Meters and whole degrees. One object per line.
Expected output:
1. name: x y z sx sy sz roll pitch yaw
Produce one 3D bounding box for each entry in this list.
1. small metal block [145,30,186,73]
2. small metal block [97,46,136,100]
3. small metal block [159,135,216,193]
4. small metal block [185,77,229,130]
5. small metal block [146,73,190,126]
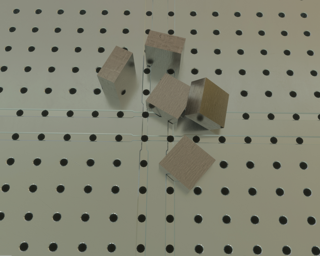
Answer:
1. small metal block: 0.007 -0.107 0.438 0.050 0.050 0.025 15 71 5
2. small metal block: -0.058 -0.075 0.426 0.025 0.050 0.050 25 72 9
3. small metal block: 0.034 0.046 0.395 0.050 0.025 0.050 40 75 13
4. small metal block: 0.063 -0.031 0.409 0.050 0.025 0.050 28 66 -36
5. small metal block: 0.016 -0.039 0.426 0.050 0.025 0.050 31 73 10
